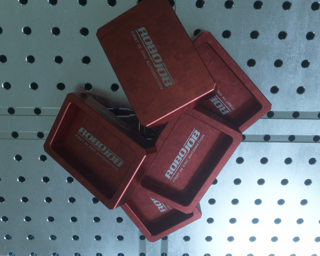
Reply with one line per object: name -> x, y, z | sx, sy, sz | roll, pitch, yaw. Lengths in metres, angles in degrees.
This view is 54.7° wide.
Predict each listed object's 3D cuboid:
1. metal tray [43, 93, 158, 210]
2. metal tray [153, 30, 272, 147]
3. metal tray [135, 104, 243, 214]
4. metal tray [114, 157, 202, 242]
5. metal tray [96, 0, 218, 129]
metal tray -> -0.078, 0.026, 0.386 | 0.130, 0.030, 0.089 | 36, 108, 19
metal tray -> 0.065, -0.046, 0.394 | 0.090, 0.030, 0.130 | -42, 106, 13
metal tray -> 0.031, 0.037, 0.393 | 0.090, 0.030, 0.129 | 27, 108, -10
metal tray -> -0.011, 0.093, 0.445 | 0.090, 0.030, 0.130 | -31, 108, 10
metal tray -> -0.005, -0.075, 0.351 | 0.090, 0.030, 0.130 | -29, 78, 9
